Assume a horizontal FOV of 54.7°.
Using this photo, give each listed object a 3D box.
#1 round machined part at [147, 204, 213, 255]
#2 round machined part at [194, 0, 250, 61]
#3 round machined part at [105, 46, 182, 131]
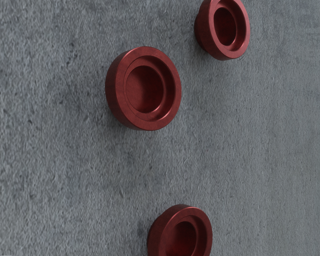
[{"bbox_3d":[0.022,0.150,0.412,0.099,0.042,0.097,0,90,-40],"label":"round machined part"},{"bbox_3d":[0.090,-0.150,0.469,0.099,0.042,0.097,0,90,-40],"label":"round machined part"},{"bbox_3d":[-0.024,-0.045,0.374,0.099,0.042,0.097,0,90,-40],"label":"round machined part"}]
